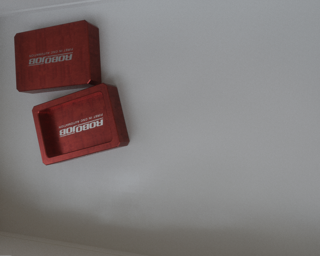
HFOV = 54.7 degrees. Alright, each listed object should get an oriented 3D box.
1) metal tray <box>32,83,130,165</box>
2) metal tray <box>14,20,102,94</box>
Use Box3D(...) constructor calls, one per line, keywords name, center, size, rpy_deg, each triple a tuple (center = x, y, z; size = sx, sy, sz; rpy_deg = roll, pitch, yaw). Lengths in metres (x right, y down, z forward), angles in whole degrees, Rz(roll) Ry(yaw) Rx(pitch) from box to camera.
Box3D(name="metal tray", center=(-0.117, -0.004, 0.448), size=(0.130, 0.030, 0.090), rpy_deg=(-15, 85, 19))
Box3D(name="metal tray", center=(-0.154, -0.103, 0.462), size=(0.130, 0.030, 0.089), rpy_deg=(-3, 89, 19))
